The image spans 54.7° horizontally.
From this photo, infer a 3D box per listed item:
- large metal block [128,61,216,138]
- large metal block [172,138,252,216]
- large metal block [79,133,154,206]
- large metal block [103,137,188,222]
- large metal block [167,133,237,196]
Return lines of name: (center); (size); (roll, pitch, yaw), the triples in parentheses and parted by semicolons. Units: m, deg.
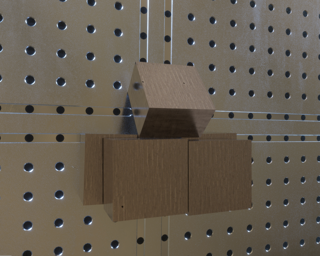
large metal block: (0.011, -0.034, 0.382); (0.081, 0.050, 0.080); (0, 48, -21)
large metal block: (0.060, 0.053, 0.367); (0.081, 0.050, 0.079); (0, 90, -21)
large metal block: (-0.055, 0.047, 0.380); (0.081, 0.050, 0.079); (2, 90, -21)
large metal block: (-0.017, 0.051, 0.338); (0.081, 0.050, 0.079); (0, 90, -21)
large metal block: (0.056, 0.047, 0.421); (0.081, 0.050, 0.079); (-1, 91, -20)
